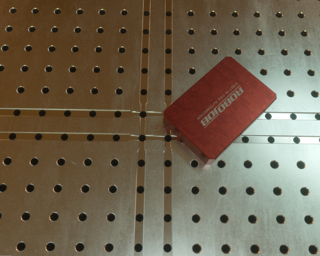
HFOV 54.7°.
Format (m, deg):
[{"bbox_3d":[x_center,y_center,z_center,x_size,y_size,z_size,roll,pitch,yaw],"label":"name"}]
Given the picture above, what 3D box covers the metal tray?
[{"bbox_3d":[0.080,-0.026,0.420,0.130,0.030,0.090,-42,76,-14],"label":"metal tray"}]
